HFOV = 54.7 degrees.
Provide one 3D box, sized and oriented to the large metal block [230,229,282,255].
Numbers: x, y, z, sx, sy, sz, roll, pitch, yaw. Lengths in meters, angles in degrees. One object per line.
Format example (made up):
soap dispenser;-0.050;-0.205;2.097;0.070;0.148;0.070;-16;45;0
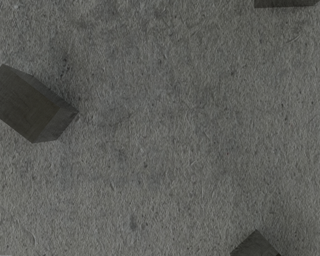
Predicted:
large metal block;0.141;0.184;0.383;0.050;0.080;0.080;-43;90;0

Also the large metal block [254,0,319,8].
large metal block;0.167;-0.205;0.398;0.081;0.050;0.080;-2;90;0

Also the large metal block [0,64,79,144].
large metal block;-0.157;-0.027;0.381;0.080;0.080;0.050;38;90;0
